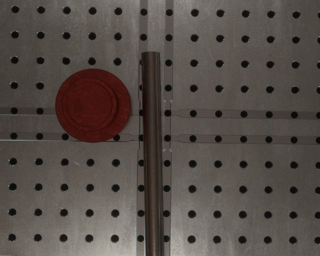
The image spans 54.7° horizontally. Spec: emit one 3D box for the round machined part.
[{"bbox_3d":[-0.088,-0.029,0.404,0.099,0.042,0.097,0,90,-1],"label":"round machined part"}]

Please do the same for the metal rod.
[{"bbox_3d":[-0.009,0.050,0.413,0.025,0.025,0.298,-1,90,-1],"label":"metal rod"}]
